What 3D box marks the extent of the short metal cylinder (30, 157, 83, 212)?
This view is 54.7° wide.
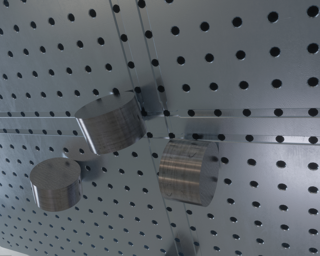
[{"bbox_3d":[-0.174,0.094,0.526,0.080,0.080,0.050,17,125,18],"label":"short metal cylinder"}]

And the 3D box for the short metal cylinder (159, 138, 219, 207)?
[{"bbox_3d":[0.039,0.054,0.389,0.050,0.080,0.079,5,121,26],"label":"short metal cylinder"}]

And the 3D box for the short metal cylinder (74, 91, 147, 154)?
[{"bbox_3d":[-0.063,-0.009,0.404,0.080,0.080,0.050,-5,116,30],"label":"short metal cylinder"}]
